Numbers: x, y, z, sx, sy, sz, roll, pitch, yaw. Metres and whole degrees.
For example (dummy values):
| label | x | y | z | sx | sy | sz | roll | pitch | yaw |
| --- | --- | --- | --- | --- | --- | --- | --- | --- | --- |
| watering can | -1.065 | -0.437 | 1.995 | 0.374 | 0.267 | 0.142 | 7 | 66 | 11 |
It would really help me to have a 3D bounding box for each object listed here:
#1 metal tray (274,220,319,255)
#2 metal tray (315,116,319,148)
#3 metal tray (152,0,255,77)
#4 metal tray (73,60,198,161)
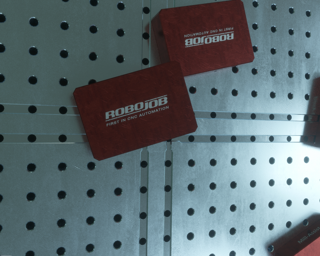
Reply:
| label | x | y | z | sx | sy | sz | roll | pitch | yaw |
| --- | --- | --- | --- | --- | --- | --- | --- | --- | --- |
| metal tray | 0.257 | 0.213 | 0.505 | 0.131 | 0.030 | 0.090 | -26 | 99 | -18 |
| metal tray | 0.319 | -0.021 | 0.527 | 0.091 | 0.030 | 0.129 | 15 | 85 | -20 |
| metal tray | 0.062 | -0.123 | 0.432 | 0.131 | 0.030 | 0.090 | -15 | 95 | -19 |
| metal tray | -0.029 | -0.022 | 0.383 | 0.131 | 0.030 | 0.090 | -17 | 96 | -5 |
